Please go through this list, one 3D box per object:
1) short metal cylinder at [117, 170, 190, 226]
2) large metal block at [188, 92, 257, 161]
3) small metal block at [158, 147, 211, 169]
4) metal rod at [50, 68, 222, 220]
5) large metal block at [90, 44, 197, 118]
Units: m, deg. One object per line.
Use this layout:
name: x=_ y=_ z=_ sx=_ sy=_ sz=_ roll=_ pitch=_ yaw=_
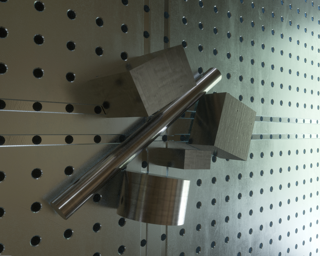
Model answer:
short metal cylinder: x=-0.007 y=0.081 z=0.368 sx=0.081 sy=0.080 sz=0.050 roll=15 pitch=81 yaw=-39
large metal block: x=0.097 y=0.000 z=0.473 sx=0.080 sy=0.050 sz=0.080 roll=25 pitch=75 yaw=-38
small metal block: x=0.034 y=0.042 z=0.424 sx=0.050 sy=0.050 sz=0.025 roll=7 pitch=86 yaw=-40
metal rod: x=-0.010 y=0.002 z=0.402 sx=0.302 sy=0.025 sz=0.025 roll=-42 pitch=116 yaw=-32
large metal block: x=-0.019 y=-0.053 z=0.360 sx=0.081 sy=0.080 sz=0.050 roll=-35 pitch=112 yaw=-35
